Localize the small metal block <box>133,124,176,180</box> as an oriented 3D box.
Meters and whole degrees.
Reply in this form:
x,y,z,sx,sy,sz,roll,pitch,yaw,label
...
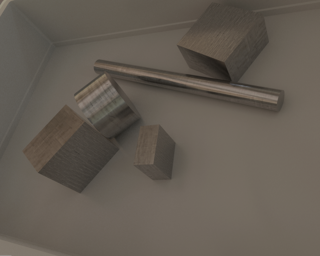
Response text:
x,y,z,sx,sy,sz,roll,pitch,yaw,label
-0.005,0.030,0.372,0.025,0.050,0.050,-6,59,25,small metal block

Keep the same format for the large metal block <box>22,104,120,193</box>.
x,y,z,sx,sy,sz,roll,pitch,yaw,label
-0.115,0.029,0.411,0.080,0.080,0.050,-49,52,-6,large metal block

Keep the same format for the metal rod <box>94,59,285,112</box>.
x,y,z,sx,sy,sz,roll,pitch,yaw,label
0.018,-0.067,0.435,0.300,0.025,0.025,17,70,34,metal rod

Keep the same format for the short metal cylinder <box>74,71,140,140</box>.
x,y,z,sx,sy,sz,roll,pitch,yaw,label
-0.071,-0.031,0.425,0.050,0.080,0.080,-37,51,3,short metal cylinder

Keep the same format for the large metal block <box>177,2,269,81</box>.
x,y,z,sx,sy,sz,roll,pitch,yaw,label
0.084,-0.113,0.414,0.080,0.050,0.080,32,79,37,large metal block
